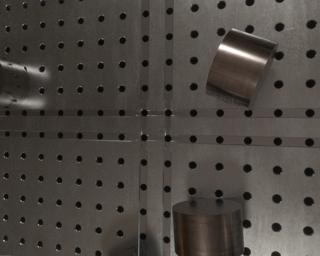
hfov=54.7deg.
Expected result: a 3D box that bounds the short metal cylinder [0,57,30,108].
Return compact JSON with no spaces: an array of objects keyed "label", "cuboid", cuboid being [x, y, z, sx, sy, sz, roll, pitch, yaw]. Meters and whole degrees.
[{"label":"short metal cylinder","cuboid":[-0.256,-0.072,0.487,0.080,0.050,0.079,0,90,19]}]

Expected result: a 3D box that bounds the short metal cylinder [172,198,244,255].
[{"label":"short metal cylinder","cuboid":[0.056,0.116,0.363,0.080,0.080,0.050,-4,89,19]}]

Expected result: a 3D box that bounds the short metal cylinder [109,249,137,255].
[{"label":"short metal cylinder","cuboid":[-0.061,0.200,0.404,0.080,0.080,0.050,-26,82,18]}]

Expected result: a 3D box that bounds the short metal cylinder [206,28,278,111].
[{"label":"short metal cylinder","cuboid":[0.093,-0.065,0.351,0.050,0.080,0.080,25,98,18]}]
